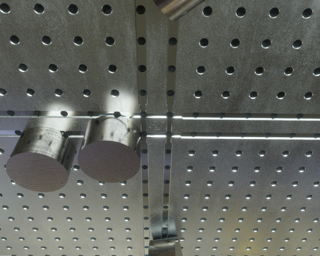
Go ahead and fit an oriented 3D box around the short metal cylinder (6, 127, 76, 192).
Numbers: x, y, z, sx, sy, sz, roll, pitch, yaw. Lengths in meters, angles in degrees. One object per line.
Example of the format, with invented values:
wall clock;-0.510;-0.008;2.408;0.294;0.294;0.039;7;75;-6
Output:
short metal cylinder;-0.163;0.045;0.431;0.081;0.050;0.079;0;130;0

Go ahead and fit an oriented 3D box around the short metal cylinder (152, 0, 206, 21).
short metal cylinder;0.012;-0.138;0.258;0.050;0.080;0.080;-29;124;22

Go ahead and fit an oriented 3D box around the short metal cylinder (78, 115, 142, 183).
short metal cylinder;-0.066;0.029;0.419;0.081;0.050;0.079;0;130;0

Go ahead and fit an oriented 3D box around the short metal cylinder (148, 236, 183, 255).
short metal cylinder;0.013;0.252;0.590;0.050;0.080;0.080;-11;129;9
